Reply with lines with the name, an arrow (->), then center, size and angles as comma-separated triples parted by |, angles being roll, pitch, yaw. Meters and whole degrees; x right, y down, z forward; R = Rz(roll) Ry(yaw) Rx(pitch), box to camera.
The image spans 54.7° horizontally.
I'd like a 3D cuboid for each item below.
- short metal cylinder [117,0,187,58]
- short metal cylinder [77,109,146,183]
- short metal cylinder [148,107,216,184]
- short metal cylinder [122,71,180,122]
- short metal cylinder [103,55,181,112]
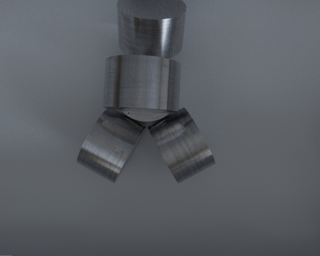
short metal cylinder -> -0.011, -0.125, 0.376 | 0.080, 0.080, 0.050 | 4, 133, 0
short metal cylinder -> -0.058, 0.021, 0.381 | 0.050, 0.080, 0.080 | 29, 90, 0
short metal cylinder -> 0.026, 0.021, 0.382 | 0.050, 0.080, 0.080 | -29, 90, 1
short metal cylinder -> -0.016, -0.047, 0.396 | 0.081, 0.050, 0.080 | 0, 90, 0
short metal cylinder -> -0.019, -0.044, 0.332 | 0.080, 0.080, 0.050 | 3, 90, 0
